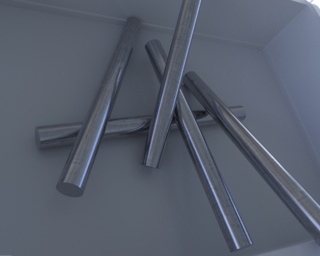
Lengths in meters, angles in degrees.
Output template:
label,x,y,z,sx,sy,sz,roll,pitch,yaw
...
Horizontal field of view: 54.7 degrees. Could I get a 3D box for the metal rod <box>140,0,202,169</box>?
label,x,y,z,sx,sy,sz,roll,pitch,yaw
metal rod,0.024,-0.096,0.395,0.025,0.025,0.299,18,79,-18

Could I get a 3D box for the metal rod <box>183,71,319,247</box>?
label,x,y,z,sx,sy,sz,roll,pitch,yaw
metal rod,0.100,0.013,0.373,0.025,0.025,0.300,1,36,-28

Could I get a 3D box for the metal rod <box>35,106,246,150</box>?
label,x,y,z,sx,sy,sz,roll,pitch,yaw
metal rod,-0.002,-0.006,0.407,0.303,0.025,0.025,-7,66,-32

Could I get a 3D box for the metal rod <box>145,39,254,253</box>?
label,x,y,z,sx,sy,sz,roll,pitch,yaw
metal rod,0.036,0.000,0.387,0.025,0.025,0.299,-3,56,-30

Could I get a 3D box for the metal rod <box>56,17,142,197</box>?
label,x,y,z,sx,sy,sz,roll,pitch,yaw
metal rod,-0.061,-0.053,0.380,0.025,0.025,0.300,24,46,-14
